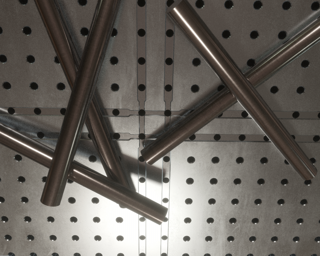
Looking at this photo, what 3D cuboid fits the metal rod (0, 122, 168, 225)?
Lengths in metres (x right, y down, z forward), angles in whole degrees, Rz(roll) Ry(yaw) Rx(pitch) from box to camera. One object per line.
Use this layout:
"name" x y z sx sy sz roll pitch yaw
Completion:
"metal rod" -0.128 0.050 0.411 0.301 0.025 0.025 28 108 -3

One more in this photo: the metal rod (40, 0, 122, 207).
"metal rod" -0.091 -0.046 0.369 0.025 0.025 0.298 18 99 -7

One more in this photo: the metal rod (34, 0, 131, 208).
"metal rod" -0.091 -0.024 0.403 0.025 0.025 0.298 -16 110 5

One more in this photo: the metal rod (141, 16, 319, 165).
"metal rod" 0.098 -0.048 0.397 0.300 0.025 0.025 -37 106 12

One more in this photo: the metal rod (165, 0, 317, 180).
"metal rod" 0.113 -0.031 0.378 0.025 0.025 0.300 -40 115 13
